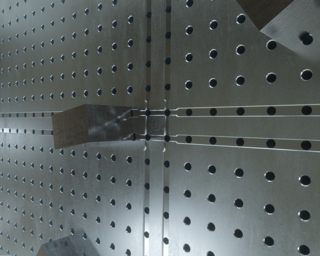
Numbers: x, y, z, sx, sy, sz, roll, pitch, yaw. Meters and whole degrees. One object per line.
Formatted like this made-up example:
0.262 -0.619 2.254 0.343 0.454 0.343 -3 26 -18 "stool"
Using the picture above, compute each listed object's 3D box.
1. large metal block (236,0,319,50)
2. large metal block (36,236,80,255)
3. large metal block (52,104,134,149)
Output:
0.122 -0.122 0.272 0.080 0.081 0.050 -41 65 32 "large metal block"
-0.177 0.252 0.536 0.080 0.050 0.080 44 116 30 "large metal block"
-0.098 0.000 0.451 0.080 0.081 0.050 -12 83 39 "large metal block"
